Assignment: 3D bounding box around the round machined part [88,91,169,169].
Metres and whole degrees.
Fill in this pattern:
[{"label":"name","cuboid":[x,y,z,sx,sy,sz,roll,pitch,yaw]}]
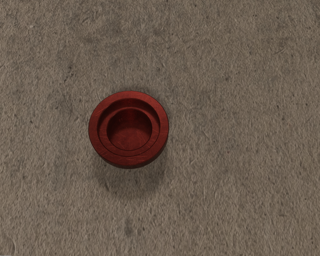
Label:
[{"label":"round machined part","cuboid":[-0.038,0.005,0.397,0.099,0.042,0.098,0,70,-1]}]
